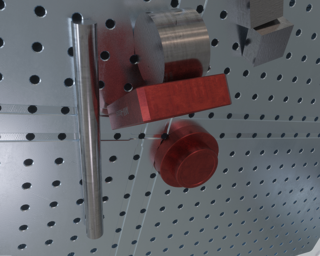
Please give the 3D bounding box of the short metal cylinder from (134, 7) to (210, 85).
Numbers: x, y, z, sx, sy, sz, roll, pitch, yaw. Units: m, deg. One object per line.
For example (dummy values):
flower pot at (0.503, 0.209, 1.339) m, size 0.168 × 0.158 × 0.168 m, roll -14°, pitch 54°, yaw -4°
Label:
short metal cylinder at (0.010, -0.083, 0.329) m, size 0.050 × 0.080 × 0.079 m, roll -15°, pitch 125°, yaw -20°

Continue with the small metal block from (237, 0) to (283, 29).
small metal block at (0.123, -0.157, 0.381) m, size 0.050 × 0.025 × 0.050 m, roll -25°, pitch 127°, yaw -14°

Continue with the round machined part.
round machined part at (0.045, 0.049, 0.455) m, size 0.099 × 0.042 × 0.097 m, roll -14°, pitch 124°, yaw -21°

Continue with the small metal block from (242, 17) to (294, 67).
small metal block at (0.141, -0.114, 0.409) m, size 0.050 × 0.025 × 0.050 m, roll -22°, pitch 144°, yaw -15°

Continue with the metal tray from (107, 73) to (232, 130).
metal tray at (0.002, -0.024, 0.332) m, size 0.091 × 0.130 × 0.030 m, roll -12°, pitch 91°, yaw -22°

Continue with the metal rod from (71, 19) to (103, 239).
metal rod at (-0.085, 0.024, 0.379) m, size 0.025 × 0.025 × 0.298 m, roll -10°, pitch 123°, yaw -23°
